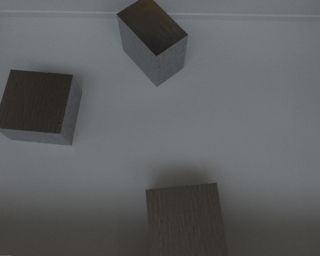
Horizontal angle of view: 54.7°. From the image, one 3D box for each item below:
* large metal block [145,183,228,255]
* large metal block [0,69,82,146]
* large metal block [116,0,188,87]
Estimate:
[{"bbox_3d":[0.028,0.111,0.356,0.081,0.050,0.080,-5,70,-2],"label":"large metal block"},{"bbox_3d":[-0.154,-0.026,0.404,0.080,0.050,0.080,5,70,1],"label":"large metal block"},{"bbox_3d":[-0.010,-0.116,0.423,0.050,0.080,0.080,-37,75,-13],"label":"large metal block"}]
